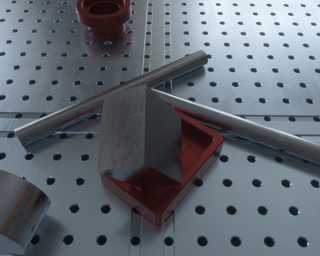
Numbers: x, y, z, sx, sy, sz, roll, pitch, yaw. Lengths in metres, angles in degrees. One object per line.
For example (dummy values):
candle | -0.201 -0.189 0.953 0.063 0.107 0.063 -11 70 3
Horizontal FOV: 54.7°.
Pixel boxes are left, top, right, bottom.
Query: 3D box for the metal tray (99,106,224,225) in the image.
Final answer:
metal tray | 0.004 0.038 0.372 0.090 0.030 0.131 32 57 23

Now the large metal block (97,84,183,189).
large metal block | -0.017 0.013 0.323 0.050 0.080 0.080 -13 63 25

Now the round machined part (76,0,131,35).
round machined part | -0.101 -0.209 0.571 0.099 0.042 0.098 0 50 0

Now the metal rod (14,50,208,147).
metal rod | -0.055 -0.051 0.449 0.302 0.025 0.025 -27 55 -22

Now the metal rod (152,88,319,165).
metal rod | 0.122 0.005 0.405 0.301 0.025 0.025 20 53 16

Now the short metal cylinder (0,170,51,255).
short metal cylinder | -0.156 0.082 0.301 0.080 0.080 0.050 12 51 9
